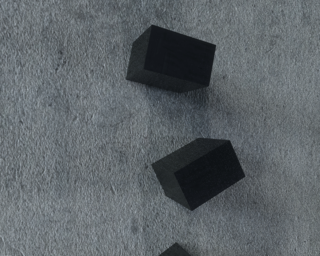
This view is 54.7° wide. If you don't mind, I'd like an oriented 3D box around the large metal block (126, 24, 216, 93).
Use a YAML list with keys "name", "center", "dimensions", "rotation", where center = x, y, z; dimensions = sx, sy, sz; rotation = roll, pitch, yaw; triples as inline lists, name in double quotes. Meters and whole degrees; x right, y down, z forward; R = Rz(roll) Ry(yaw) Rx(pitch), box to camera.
- name: "large metal block"
  center: [0.010, -0.080, 0.383]
  dimensions: [0.081, 0.080, 0.050]
  rotation: [11, 86, -20]

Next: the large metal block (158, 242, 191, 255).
- name: "large metal block"
  center: [0.035, 0.206, 0.393]
  dimensions: [0.050, 0.080, 0.080]
  rotation: [-32, 101, -17]

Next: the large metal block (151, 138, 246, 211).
- name: "large metal block"
  center: [0.046, 0.054, 0.397]
  dimensions: [0.081, 0.080, 0.050]
  rotation: [-28, 99, -18]
